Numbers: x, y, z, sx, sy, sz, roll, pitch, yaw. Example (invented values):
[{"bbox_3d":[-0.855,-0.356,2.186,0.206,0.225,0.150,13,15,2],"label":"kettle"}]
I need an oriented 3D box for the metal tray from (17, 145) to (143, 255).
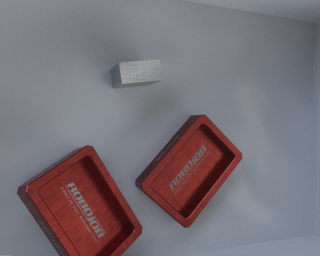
[{"bbox_3d":[-0.087,0.097,0.358,0.091,0.030,0.130,-38,104,-41],"label":"metal tray"}]

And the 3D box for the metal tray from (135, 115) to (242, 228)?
[{"bbox_3d":[0.042,0.056,0.424,0.090,0.030,0.130,45,76,-15],"label":"metal tray"}]

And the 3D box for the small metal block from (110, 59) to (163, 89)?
[{"bbox_3d":[-0.031,-0.067,0.387,0.050,0.050,0.025,-9,93,-20],"label":"small metal block"}]
